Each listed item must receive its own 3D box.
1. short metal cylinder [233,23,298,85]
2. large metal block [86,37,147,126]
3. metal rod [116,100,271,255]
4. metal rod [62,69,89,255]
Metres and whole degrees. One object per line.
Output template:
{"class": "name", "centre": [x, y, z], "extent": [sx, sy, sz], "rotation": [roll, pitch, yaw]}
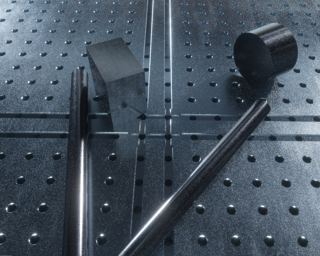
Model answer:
{"class": "short metal cylinder", "centre": [0.158, -0.112, 0.468], "extent": [0.050, 0.080, 0.080], "rotation": [-25, 55, -20]}
{"class": "large metal block", "centre": [-0.059, -0.063, 0.424], "extent": [0.050, 0.080, 0.080], "rotation": [-20, 53, -16]}
{"class": "metal rod", "centre": [0.046, 0.059, 0.358], "extent": [0.025, 0.025, 0.301], "rotation": [33, 57, 24]}
{"class": "metal rod", "centre": [-0.100, 0.033, 0.378], "extent": [0.025, 0.025, 0.300], "rotation": [-6, 50, -6]}
